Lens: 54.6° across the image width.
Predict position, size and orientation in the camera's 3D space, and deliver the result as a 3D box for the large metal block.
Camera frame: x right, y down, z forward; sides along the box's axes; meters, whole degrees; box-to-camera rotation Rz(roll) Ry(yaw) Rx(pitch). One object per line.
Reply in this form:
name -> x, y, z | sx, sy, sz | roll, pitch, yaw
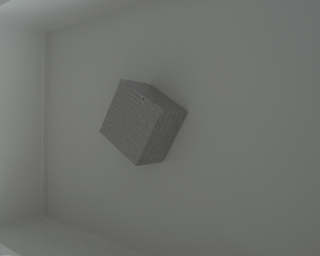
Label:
large metal block -> -0.024, -0.008, 0.407 | 0.080, 0.050, 0.080 | 39, 113, 33
